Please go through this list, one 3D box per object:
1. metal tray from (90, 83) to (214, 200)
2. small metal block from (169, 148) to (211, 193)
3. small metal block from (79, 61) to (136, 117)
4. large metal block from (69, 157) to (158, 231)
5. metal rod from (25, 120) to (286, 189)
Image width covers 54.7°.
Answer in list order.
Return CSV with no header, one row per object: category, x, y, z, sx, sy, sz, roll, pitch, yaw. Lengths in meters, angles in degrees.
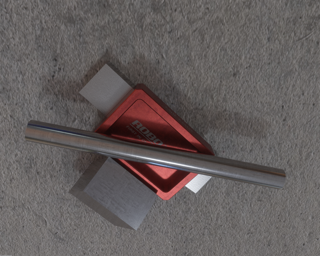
metal tray,-0.008,0.020,0.388,0.130,0.030,0.090,42,104,-14
small metal block,0.046,0.054,0.431,0.050,0.025,0.050,37,106,-13
small metal block,-0.064,-0.048,0.392,0.050,0.025,0.050,43,104,-15
large metal block,-0.063,0.086,0.403,0.080,0.080,0.050,41,63,-14
metal rod,-0.001,0.033,0.364,0.302,0.025,0.025,11,110,-5
